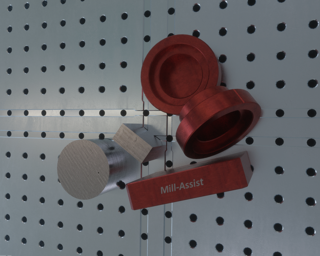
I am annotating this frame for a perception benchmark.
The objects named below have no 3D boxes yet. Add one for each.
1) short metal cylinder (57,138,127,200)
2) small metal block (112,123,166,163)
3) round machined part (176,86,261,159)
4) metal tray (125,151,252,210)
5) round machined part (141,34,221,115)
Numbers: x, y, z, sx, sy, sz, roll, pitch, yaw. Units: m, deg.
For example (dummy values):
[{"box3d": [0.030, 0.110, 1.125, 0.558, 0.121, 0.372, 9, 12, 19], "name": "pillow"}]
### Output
[{"box3d": [-0.094, 0.055, 0.432, 0.080, 0.050, 0.079, 0, 90, 20], "name": "short metal cylinder"}, {"box3d": [-0.026, 0.019, 0.409, 0.050, 0.050, 0.025, 38, 102, 16], "name": "small metal block"}, {"box3d": [0.062, -0.010, 0.356, 0.098, 0.098, 0.042, -39, 58, 16], "name": "round machined part"}, {"box3d": [0.038, 0.060, 0.364, 0.130, 0.090, 0.030, -16, 85, 19], "name": "metal tray"}, {"box3d": [0.029, -0.064, 0.393, 0.098, 0.042, 0.097, 0, 89, 20], "name": "round machined part"}]
